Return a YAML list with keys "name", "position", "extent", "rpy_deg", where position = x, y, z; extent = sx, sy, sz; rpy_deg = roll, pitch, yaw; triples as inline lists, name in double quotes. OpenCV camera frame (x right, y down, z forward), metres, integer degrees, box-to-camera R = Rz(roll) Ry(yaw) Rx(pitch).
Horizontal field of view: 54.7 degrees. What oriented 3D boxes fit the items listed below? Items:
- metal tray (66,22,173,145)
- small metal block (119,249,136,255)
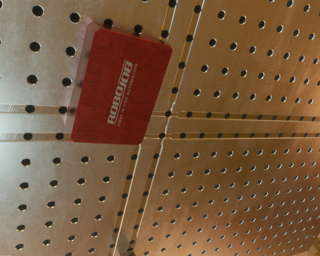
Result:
- name: "metal tray"
  position: [-0.048, -0.044, 0.355]
  extent: [0.091, 0.030, 0.129]
  rpy_deg: [5, 116, -31]
- name: "small metal block"
  position: [-0.049, 0.245, 0.522]
  extent: [0.025, 0.050, 0.050]
  rpy_deg: [-10, 123, -24]
